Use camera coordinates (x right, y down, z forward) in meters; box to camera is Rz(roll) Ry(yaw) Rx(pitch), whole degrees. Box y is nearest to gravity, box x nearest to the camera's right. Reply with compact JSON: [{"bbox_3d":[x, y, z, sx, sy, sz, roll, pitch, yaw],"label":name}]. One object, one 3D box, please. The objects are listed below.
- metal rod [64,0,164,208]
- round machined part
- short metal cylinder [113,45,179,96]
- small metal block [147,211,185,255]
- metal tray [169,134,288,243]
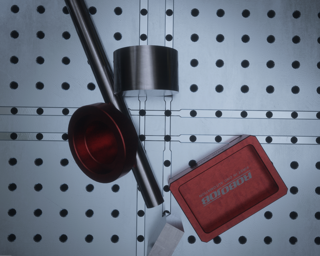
[{"bbox_3d":[-0.061,-0.037,0.412,0.025,0.025,0.299,-22,90,0],"label":"metal rod"},{"bbox_3d":[-0.067,0.016,0.388,0.098,0.042,0.097,11,110,33],"label":"round machined part"},{"bbox_3d":[-0.017,-0.068,0.386,0.081,0.080,0.050,-1,90,-1],"label":"short metal cylinder"},{"bbox_3d":[0.007,0.143,0.401,0.025,0.050,0.050,29,90,0],"label":"small metal block"},{"bbox_3d":[0.088,0.078,0.412,0.130,0.030,0.090,-31,90,-1],"label":"metal tray"}]
